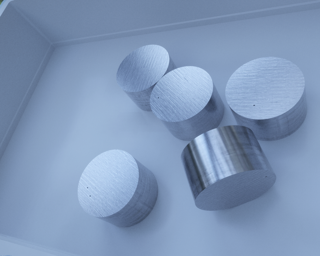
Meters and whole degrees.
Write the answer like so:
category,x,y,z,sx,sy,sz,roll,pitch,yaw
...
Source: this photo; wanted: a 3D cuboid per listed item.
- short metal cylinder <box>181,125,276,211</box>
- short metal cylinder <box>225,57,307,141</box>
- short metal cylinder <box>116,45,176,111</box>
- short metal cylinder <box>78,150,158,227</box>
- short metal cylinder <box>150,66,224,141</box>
category,x,y,z,sx,sy,sz,roll,pitch,yaw
short metal cylinder,0.066,0.042,0.310,0.080,0.080,0.050,-26,53,12
short metal cylinder,0.119,-0.032,0.346,0.080,0.050,0.080,-13,56,20
short metal cylinder,-0.014,-0.070,0.439,0.080,0.050,0.080,-13,56,20
short metal cylinder,-0.049,0.072,0.370,0.080,0.050,0.080,-13,56,20
short metal cylinder,0.035,-0.030,0.389,0.080,0.050,0.080,-13,56,20
